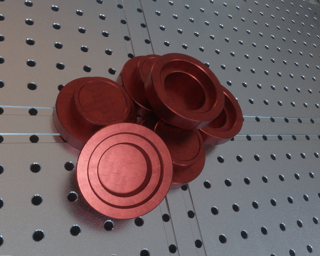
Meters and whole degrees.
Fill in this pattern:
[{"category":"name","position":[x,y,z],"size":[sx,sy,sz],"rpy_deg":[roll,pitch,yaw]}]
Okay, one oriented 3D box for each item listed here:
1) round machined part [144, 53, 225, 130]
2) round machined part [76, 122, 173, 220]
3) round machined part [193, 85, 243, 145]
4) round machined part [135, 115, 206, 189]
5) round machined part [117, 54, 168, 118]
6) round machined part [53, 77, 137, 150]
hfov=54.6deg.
[{"category":"round machined part","position":[0.026,-0.040,0.380],"size":[0.099,0.042,0.098],"rpy_deg":[13,56,-21]},{"category":"round machined part","position":[-0.039,0.044,0.332],"size":[0.099,0.042,0.098],"rpy_deg":[1,84,-14]},{"category":"round machined part","position":[0.065,-0.019,0.443],"size":[0.099,0.042,0.098],"rpy_deg":[13,56,-21]},{"category":"round machined part","position":[0.016,0.023,0.390],"size":[0.099,0.042,0.098],"rpy_deg":[13,56,-21]},{"category":"round machined part","position":[-0.007,-0.063,0.432],"size":[0.099,0.042,0.098],"rpy_deg":[13,56,-21]},{"category":"round machined part","position":[-0.073,-0.022,0.371],"size":[0.099,0.042,0.098],"rpy_deg":[13,56,-21]}]
